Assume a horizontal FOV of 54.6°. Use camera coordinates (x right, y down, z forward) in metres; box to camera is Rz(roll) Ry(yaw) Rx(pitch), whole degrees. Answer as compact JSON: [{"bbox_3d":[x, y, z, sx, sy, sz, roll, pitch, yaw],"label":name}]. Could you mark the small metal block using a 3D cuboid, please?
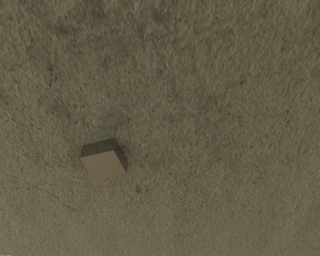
[{"bbox_3d":[-0.079,0.046,0.445,0.050,0.025,0.050,-13,129,11],"label":"small metal block"}]
